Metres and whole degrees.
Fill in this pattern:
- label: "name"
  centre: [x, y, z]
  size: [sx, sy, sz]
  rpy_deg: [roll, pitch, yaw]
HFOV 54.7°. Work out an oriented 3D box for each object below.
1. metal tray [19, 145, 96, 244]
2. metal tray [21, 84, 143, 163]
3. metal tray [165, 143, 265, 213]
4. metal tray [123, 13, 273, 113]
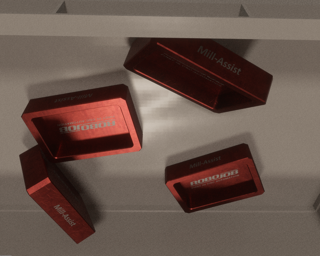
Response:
- label: "metal tray"
  centre: [-0.145, 0.095, 0.442]
  size: [0.030, 0.090, 0.129]
  rpy_deg: [-32, 129, -11]
- label: "metal tray"
  centre: [-0.096, -0.003, 0.401]
  size: [0.131, 0.030, 0.090]
  rpy_deg: [-9, 130, 7]
- label: "metal tray"
  centre: [0.084, 0.081, 0.475]
  size: [0.130, 0.030, 0.090]
  rpy_deg: [-19, 128, 15]
- label: "metal tray"
  centre: [0.037, -0.058, 0.322]
  size: [0.131, 0.030, 0.090]
  rpy_deg: [24, 167, -20]
